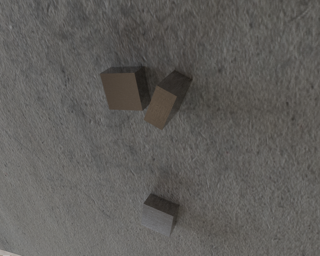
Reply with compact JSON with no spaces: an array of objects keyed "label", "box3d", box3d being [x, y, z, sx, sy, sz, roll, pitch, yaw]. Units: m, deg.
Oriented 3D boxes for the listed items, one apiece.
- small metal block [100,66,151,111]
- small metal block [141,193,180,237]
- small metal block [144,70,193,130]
[{"label":"small metal block","box3d":[-0.043,-0.051,0.397,0.050,0.025,0.050,3,120,26]},{"label":"small metal block","box3d":[0.000,0.138,0.491,0.050,0.025,0.050,19,126,16]},{"label":"small metal block","box3d":[0.010,-0.033,0.364,0.025,0.050,0.050,30,128,8]}]
